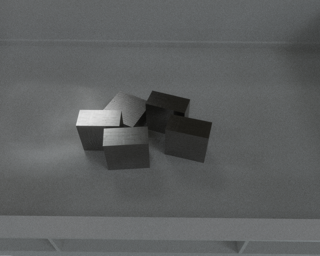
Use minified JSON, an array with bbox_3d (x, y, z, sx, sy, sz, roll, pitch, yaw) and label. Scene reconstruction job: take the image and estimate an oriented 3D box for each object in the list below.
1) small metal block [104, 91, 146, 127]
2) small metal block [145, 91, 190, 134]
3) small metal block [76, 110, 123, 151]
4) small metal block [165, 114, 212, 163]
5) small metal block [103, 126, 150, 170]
[{"bbox_3d":[-0.045,-0.018,0.420,0.050,0.025,0.050,22,53,17],"label":"small metal block"},{"bbox_3d":[0.010,-0.017,0.403,0.050,0.050,0.025,15,52,12],"label":"small metal block"},{"bbox_3d":[-0.072,0.004,0.385,0.050,0.050,0.025,1,51,0],"label":"small metal block"},{"bbox_3d":[0.034,0.013,0.378,0.050,0.050,0.025,12,51,10],"label":"small metal block"},{"bbox_3d":[-0.038,0.025,0.368,0.050,0.050,0.025,-3,50,-3],"label":"small metal block"}]
